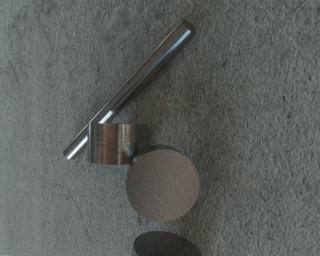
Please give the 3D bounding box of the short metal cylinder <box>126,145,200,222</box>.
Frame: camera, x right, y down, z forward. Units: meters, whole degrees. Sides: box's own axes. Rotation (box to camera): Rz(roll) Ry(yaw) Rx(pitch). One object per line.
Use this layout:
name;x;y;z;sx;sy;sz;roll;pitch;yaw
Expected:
short metal cylinder;0.001;0.061;0.360;0.081;0.050;0.079;0;93;-5

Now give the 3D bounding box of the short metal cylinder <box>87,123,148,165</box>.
short metal cylinder;-0.056;0.019;0.416;0.080;0.081;0.050;2;91;40

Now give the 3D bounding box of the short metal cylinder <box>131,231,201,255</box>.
short metal cylinder;0.004;0.166;0.366;0.080;0.081;0.050;19;102;38

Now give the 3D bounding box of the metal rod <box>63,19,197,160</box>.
metal rod;-0.060;-0.040;0.454;0.299;0.025;0.025;-41;65;32
